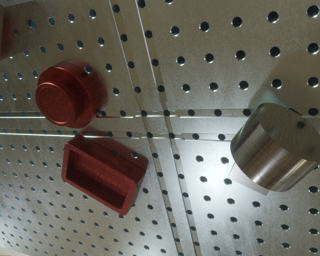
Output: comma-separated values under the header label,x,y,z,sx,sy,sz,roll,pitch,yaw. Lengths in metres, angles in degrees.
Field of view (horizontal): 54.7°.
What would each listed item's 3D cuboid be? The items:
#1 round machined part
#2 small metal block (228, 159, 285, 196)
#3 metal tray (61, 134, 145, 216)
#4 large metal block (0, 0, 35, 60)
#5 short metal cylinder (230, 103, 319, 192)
label,x,y,z,sx,sy,sz,roll,pitch,yaw
round machined part,-0.139,-0.041,0.448,0.098,0.042,0.097,13,124,21
small metal block,0.118,0.048,0.379,0.050,0.025,0.050,25,127,13
metal tray,-0.096,0.077,0.506,0.130,0.030,0.089,28,128,10
large metal block,-0.225,-0.153,0.419,0.080,0.050,0.079,34,129,5
short metal cylinder,0.122,0.019,0.323,0.080,0.080,0.050,34,129,6
